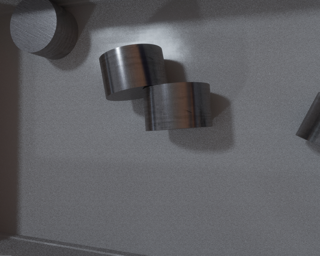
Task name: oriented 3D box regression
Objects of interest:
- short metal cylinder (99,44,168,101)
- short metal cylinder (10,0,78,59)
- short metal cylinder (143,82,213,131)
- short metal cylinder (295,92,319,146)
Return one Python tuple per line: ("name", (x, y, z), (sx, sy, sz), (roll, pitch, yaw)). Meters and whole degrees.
("short metal cylinder", (-0.032, -0.068, 0.392), (0.080, 0.080, 0.050), (-12, 86, 19))
("short metal cylinder", (-0.169, -0.145, 0.455), (0.080, 0.050, 0.079), (0, 90, 19))
("short metal cylinder", (0.021, -0.024, 0.373), (0.080, 0.080, 0.050), (-4, 89, 19))
("short metal cylinder", (0.189, 0.003, 0.315), (0.080, 0.080, 0.050), (27, 99, 17))
